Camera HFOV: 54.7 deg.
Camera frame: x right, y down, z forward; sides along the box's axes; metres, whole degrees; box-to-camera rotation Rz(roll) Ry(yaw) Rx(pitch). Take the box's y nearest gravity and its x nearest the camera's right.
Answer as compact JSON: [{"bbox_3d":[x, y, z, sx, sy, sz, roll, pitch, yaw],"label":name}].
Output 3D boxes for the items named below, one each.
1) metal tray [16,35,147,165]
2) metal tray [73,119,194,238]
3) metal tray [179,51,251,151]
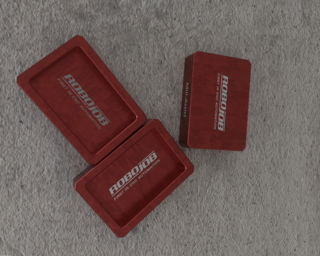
[{"bbox_3d":[-0.090,-0.032,0.372,0.090,0.030,0.130,-42,103,-15],"label":"metal tray"},{"bbox_3d":[-0.031,0.060,0.394,0.130,0.030,0.090,-40,103,-16],"label":"metal tray"},{"bbox_3d":[0.078,-0.035,0.435,0.091,0.030,0.129,5,88,-20],"label":"metal tray"}]
